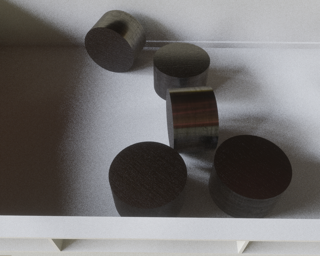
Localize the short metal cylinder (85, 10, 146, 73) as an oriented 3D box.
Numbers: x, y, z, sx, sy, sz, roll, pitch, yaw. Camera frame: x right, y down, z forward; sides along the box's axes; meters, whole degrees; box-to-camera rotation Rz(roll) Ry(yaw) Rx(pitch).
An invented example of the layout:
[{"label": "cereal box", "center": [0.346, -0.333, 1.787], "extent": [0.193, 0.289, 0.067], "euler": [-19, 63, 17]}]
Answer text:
[{"label": "short metal cylinder", "center": [-0.068, -0.134, 0.481], "extent": [0.080, 0.080, 0.050], "euler": [15, 52, 12]}]

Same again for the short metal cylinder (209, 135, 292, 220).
[{"label": "short metal cylinder", "center": [0.097, 0.054, 0.344], "extent": [0.080, 0.050, 0.080], "euler": [0, 50, 0]}]

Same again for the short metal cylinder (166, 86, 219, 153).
[{"label": "short metal cylinder", "center": [0.037, -0.010, 0.378], "extent": [0.050, 0.080, 0.080], "euler": [-4, 50, -4]}]

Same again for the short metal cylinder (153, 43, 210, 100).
[{"label": "short metal cylinder", "center": [0.031, -0.082, 0.458], "extent": [0.080, 0.050, 0.080], "euler": [0, 50, 0]}]

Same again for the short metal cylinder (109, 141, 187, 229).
[{"label": "short metal cylinder", "center": [-0.012, 0.061, 0.337], "extent": [0.080, 0.050, 0.080], "euler": [0, 50, 0]}]
